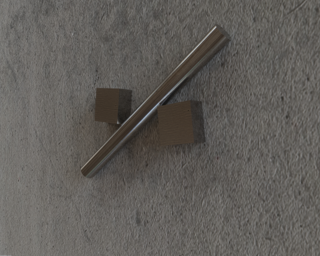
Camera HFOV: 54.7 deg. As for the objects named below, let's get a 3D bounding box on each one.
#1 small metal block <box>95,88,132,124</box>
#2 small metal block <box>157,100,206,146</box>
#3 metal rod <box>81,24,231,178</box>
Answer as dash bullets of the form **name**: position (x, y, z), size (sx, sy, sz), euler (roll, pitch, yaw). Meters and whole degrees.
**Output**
- **small metal block**: position (-0.070, -0.033, 0.460), size (0.050, 0.025, 0.050), euler (7, 94, 39)
- **small metal block**: position (0.026, -0.005, 0.382), size (0.050, 0.025, 0.050), euler (-8, 85, 39)
- **metal rod**: position (-0.022, -0.019, 0.421), size (0.299, 0.025, 0.025), euler (-44, 64, 31)
